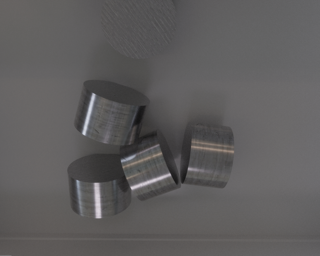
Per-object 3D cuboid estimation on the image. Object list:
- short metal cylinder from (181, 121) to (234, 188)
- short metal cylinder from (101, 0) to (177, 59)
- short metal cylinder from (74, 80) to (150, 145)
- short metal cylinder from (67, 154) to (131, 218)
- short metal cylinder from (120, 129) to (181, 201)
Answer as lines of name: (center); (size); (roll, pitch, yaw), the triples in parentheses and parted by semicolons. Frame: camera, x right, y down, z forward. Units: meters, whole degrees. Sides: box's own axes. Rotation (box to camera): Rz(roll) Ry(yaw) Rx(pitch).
short metal cylinder: (0.057, 0.034, 0.395); (0.050, 0.080, 0.079); (8, 110, -3)
short metal cylinder: (-0.022, -0.122, 0.352); (0.081, 0.050, 0.079); (0, 110, 0)
short metal cylinder: (-0.058, -0.020, 0.374); (0.080, 0.080, 0.050); (17, 109, -6)
short metal cylinder: (-0.078, 0.074, 0.408); (0.081, 0.080, 0.050); (1, 110, -1)
short metal cylinder: (-0.011, 0.048, 0.399); (0.050, 0.080, 0.080); (-22, 109, 8)
